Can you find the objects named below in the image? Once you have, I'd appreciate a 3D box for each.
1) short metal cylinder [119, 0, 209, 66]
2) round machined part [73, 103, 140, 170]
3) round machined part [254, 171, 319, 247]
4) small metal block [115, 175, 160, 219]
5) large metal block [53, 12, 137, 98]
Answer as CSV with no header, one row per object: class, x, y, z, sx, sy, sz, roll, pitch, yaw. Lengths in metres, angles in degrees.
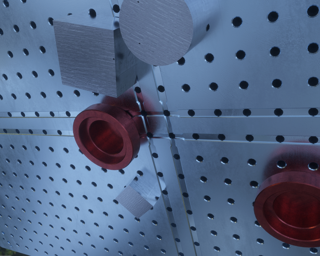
short metal cylinder,0.005,-0.111,0.323,0.080,0.050,0.079,13,124,21
round machined part,-0.071,0.009,0.443,0.098,0.042,0.097,13,124,21
round machined part,0.166,0.091,0.369,0.098,0.042,0.097,13,124,21
small metal block,-0.037,0.112,0.500,0.050,0.025,0.050,42,129,-1
large metal block,-0.076,-0.091,0.379,0.080,0.050,0.079,15,125,19
